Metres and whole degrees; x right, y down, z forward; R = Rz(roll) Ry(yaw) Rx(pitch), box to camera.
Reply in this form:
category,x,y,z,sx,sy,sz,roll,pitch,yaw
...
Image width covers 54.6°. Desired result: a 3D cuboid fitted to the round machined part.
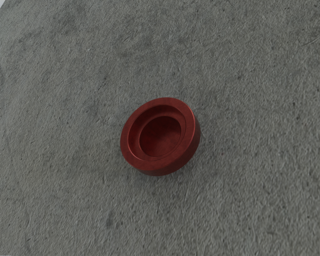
category,x,y,z,sx,sy,sz,roll,pitch,yaw
round machined part,0.004,0.014,0.383,0.098,0.042,0.098,-13,56,21
